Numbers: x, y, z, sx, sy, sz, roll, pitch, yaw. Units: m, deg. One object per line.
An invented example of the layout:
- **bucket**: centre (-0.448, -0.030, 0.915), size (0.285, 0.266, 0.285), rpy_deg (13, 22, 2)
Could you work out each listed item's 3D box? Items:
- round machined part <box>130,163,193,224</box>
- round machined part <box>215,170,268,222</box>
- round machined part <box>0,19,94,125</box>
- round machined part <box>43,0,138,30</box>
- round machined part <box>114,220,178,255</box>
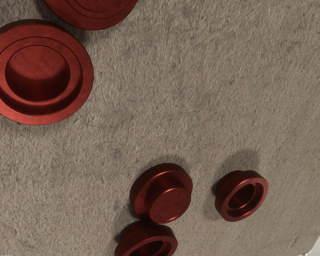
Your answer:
- **round machined part**: centre (0.008, 0.104, 0.466), size (0.099, 0.042, 0.097), rpy_deg (-14, 124, -21)
- **round machined part**: centre (0.137, 0.114, 0.544), size (0.099, 0.042, 0.097), rpy_deg (-14, 125, -21)
- **round machined part**: centre (-0.118, -0.055, 0.298), size (0.099, 0.042, 0.097), rpy_deg (-14, 125, -21)
- **round machined part**: centre (-0.061, -0.137, 0.279), size (0.099, 0.042, 0.097), rpy_deg (-14, 125, -21)
- **round machined part**: centre (-0.025, 0.184, 0.492), size (0.099, 0.042, 0.097), rpy_deg (-14, 133, -16)
